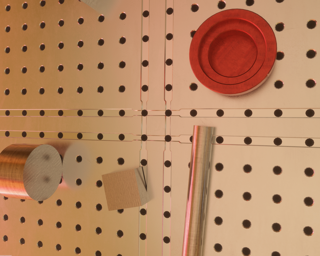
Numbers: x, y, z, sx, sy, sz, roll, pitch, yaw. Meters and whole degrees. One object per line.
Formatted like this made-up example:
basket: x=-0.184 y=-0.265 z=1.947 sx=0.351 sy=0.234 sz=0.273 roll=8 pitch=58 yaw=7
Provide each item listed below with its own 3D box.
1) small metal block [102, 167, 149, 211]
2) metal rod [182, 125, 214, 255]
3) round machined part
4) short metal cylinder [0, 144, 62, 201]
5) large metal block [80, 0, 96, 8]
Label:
small metal block: x=-0.048 y=0.084 z=0.428 sx=0.050 sy=0.025 sz=0.050 roll=-13 pitch=86 yaw=19
metal rod: x=0.042 y=0.146 z=0.397 sx=0.025 sy=0.025 sz=0.298 roll=6 pitch=92 yaw=19
round machined part: x=0.088 y=-0.087 z=0.372 sx=0.098 sy=0.042 sz=0.097 roll=0 pitch=90 yaw=19
short metal cylinder: x=-0.188 y=0.063 z=0.448 sx=0.050 sy=0.080 sz=0.079 roll=1 pitch=90 yaw=20
large metal block: x=-0.120 y=-0.233 z=0.440 sx=0.080 sy=0.050 sz=0.080 roll=35 pitch=101 yaw=16
